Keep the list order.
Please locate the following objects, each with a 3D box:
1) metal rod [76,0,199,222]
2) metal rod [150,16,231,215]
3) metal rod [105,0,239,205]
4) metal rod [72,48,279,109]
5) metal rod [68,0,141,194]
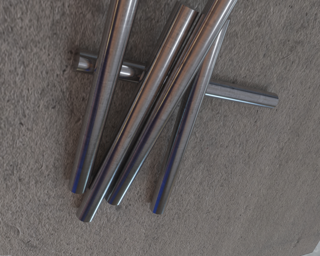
[{"bbox_3d":[-0.038,0.001,0.362,0.025,0.025,0.298,11,120,-33],"label":"metal rod"},{"bbox_3d":[0.029,0.004,0.401,0.025,0.025,0.298,-4,128,-27],"label":"metal rod"},{"bbox_3d":[-0.001,-0.014,0.358,0.025,0.025,0.298,9,126,-32],"label":"metal rod"},{"bbox_3d":[0.043,-0.056,0.395,0.302,0.025,0.025,6,115,-31],"label":"metal rod"},{"bbox_3d":[-0.058,-0.042,0.318,0.025,0.025,0.298,1,127,-29],"label":"metal rod"}]
